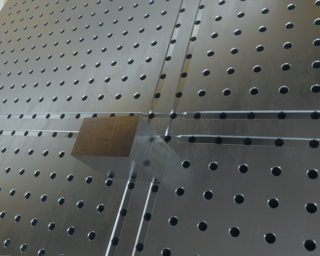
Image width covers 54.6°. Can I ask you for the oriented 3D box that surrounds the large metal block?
[{"bbox_3d":[-0.046,0.027,0.381,0.080,0.080,0.050,-1,61,28],"label":"large metal block"}]
